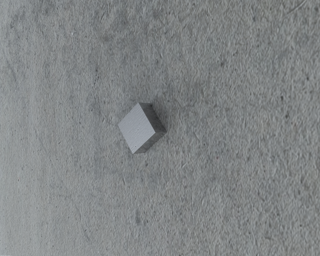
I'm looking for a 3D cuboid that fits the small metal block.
[{"bbox_3d":[-0.025,0.001,0.425,0.050,0.025,0.050,-44,64,31],"label":"small metal block"}]
